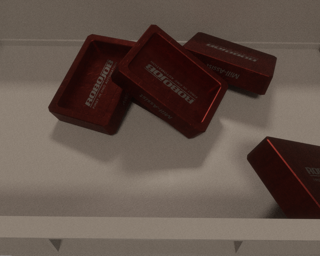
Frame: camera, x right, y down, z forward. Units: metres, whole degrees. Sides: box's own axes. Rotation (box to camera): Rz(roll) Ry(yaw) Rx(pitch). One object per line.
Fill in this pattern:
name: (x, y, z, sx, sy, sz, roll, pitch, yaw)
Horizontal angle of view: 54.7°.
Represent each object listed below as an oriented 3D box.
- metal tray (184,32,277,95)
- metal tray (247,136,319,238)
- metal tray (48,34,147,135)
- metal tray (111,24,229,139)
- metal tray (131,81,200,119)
metal tray: (0.103, -0.100, 0.464, 0.130, 0.030, 0.090, 22, 36, 11)
metal tray: (0.158, 0.057, 0.313, 0.131, 0.030, 0.090, 9, 40, -38)
metal tray: (-0.081, -0.063, 0.422, 0.090, 0.030, 0.130, 15, 69, 18)
metal tray: (0.016, -0.059, 0.396, 0.130, 0.030, 0.090, 37, 61, -10)
metal tray: (-0.008, -0.071, 0.461, 0.130, 0.030, 0.090, 31, 56, 23)
